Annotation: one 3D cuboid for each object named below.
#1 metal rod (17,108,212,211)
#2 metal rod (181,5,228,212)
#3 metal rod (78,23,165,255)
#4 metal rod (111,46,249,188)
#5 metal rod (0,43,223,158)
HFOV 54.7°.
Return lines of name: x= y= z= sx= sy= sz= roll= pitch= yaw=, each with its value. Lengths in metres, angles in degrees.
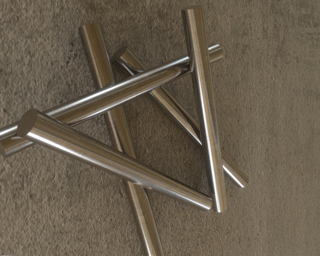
metal rod: x=-0.019 y=0.054 z=0.352 sx=0.301 sy=0.025 sz=0.025 roll=34 pitch=69 yaw=-47
metal rod: x=0.065 y=-0.006 z=0.415 sx=0.025 sy=0.025 sz=0.298 roll=-34 pitch=124 yaw=-35
metal rod: x=-0.041 y=0.030 z=0.369 sx=0.025 sy=0.025 sz=0.298 roll=-24 pitch=105 yaw=-38
metal rod: x=0.045 y=0.001 z=0.442 sx=0.300 sy=0.025 sz=0.025 roll=44 pitch=64 yaw=-31
metal rod: x=-0.028 y=-0.046 z=0.346 sx=0.302 sy=0.025 sz=0.025 roll=-30 pitch=109 yaw=-36
